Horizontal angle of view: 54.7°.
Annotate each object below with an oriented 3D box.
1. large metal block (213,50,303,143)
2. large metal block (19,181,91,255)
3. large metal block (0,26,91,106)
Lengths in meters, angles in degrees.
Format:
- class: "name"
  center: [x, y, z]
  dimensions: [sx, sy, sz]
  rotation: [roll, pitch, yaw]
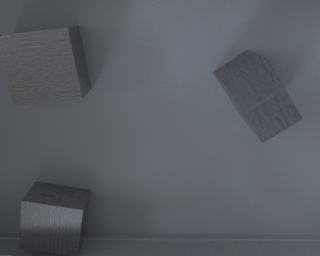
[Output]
- class: "large metal block"
  center: [0.112, -0.041, 0.369]
  dimensions: [0.050, 0.080, 0.080]
  rotation: [-34, 107, 11]
- class: "large metal block"
  center: [-0.149, 0.130, 0.444]
  dimensions: [0.081, 0.050, 0.079]
  rotation: [10, 110, -4]
- class: "large metal block"
  center: [-0.134, -0.075, 0.368]
  dimensions: [0.080, 0.050, 0.079]
  rotation: [-6, 110, 2]
